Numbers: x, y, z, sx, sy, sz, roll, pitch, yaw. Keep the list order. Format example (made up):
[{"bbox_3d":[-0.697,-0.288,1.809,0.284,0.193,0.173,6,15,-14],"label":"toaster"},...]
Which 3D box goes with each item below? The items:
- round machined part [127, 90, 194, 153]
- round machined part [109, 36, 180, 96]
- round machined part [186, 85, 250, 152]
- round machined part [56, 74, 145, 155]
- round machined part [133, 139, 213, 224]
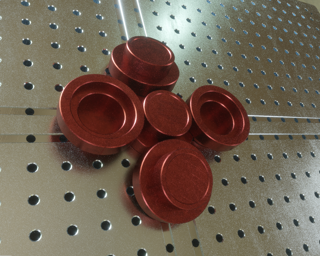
[{"bbox_3d":[0.003,-0.011,0.405,0.099,0.042,0.098,14,56,-21],"label":"round machined part"},{"bbox_3d":[-0.018,-0.091,0.430,0.099,0.042,0.098,14,43,-13],"label":"round machined part"},{"bbox_3d":[0.077,-0.010,0.446,0.099,0.042,0.098,14,56,-21],"label":"round machined part"},{"bbox_3d":[-0.072,-0.012,0.367,0.099,0.042,0.098,14,56,-21],"label":"round machined part"},{"bbox_3d":[0.022,0.060,0.359,0.099,0.042,0.098,8,73,-27],"label":"round machined part"}]
